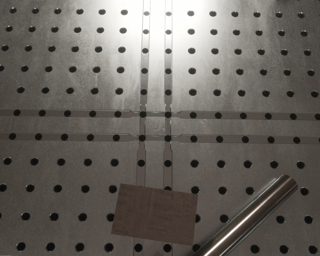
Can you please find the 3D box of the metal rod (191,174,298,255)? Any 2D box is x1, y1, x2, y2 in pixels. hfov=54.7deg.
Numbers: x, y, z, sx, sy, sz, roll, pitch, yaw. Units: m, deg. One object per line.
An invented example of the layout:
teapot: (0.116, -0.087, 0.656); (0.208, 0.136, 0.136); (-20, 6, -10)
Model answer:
metal rod: (0.045, 0.147, 0.336); (0.302, 0.025, 0.025); (-34, 74, -21)

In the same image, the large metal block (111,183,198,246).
large metal block: (-0.005, 0.099, 0.346); (0.080, 0.080, 0.050); (8, 70, 2)

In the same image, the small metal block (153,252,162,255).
small metal block: (-0.005, 0.176, 0.347); (0.050, 0.025, 0.050); (-38, 75, -13)
